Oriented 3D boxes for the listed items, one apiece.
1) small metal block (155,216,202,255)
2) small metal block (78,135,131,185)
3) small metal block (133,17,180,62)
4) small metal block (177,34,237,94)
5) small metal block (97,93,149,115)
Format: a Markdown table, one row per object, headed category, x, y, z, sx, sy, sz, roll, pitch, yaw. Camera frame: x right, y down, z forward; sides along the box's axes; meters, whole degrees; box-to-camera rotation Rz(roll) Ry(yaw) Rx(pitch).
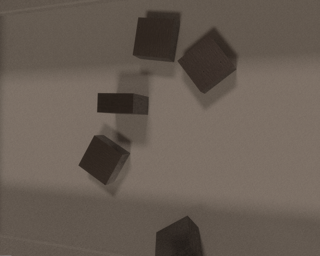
| category | x | y | z | sx | sy | sz | roll | pitch | yaw |
| --- | --- | --- | --- | --- | --- | --- | --- | --- | --- |
| small metal block | 0.022 | 0.145 | 0.386 | 0.050 | 0.050 | 0.025 | -33 | 111 | 16 |
| small metal block | -0.078 | 0.044 | 0.437 | 0.050 | 0.025 | 0.050 | 32 | 100 | 16 |
| small metal block | -0.005 | -0.117 | 0.411 | 0.050 | 0.025 | 0.050 | 10 | 93 | 19 |
| small metal block | 0.059 | -0.079 | 0.389 | 0.050 | 0.025 | 0.050 | -38 | 78 | 15 |
| small metal block | -0.048 | -0.032 | 0.413 | 0.050 | 0.050 | 0.025 | 3 | 91 | 19 |
